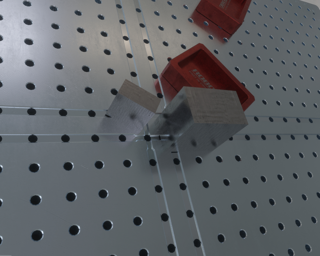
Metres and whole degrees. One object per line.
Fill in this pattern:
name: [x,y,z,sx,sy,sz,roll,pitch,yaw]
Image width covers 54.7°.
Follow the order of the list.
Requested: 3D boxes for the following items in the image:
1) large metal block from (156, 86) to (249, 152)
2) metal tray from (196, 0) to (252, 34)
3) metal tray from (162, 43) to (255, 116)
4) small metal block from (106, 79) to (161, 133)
large metal block: [0.052,-0.008,0.406,0.081,0.080,0.050,1,62,-28]
metal tray: [0.135,-0.258,0.635,0.090,0.030,0.130,33,51,-7]
metal tray: [0.078,-0.066,0.486,0.130,0.030,0.091,47,51,5]
small metal block: [-0.034,-0.027,0.390,0.050,0.050,0.025,29,52,-10]
